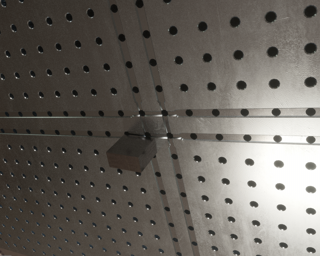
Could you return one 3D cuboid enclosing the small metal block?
[{"bbox_3d":[-0.039,0.034,0.435,0.050,0.050,0.025,6,121,24],"label":"small metal block"}]
